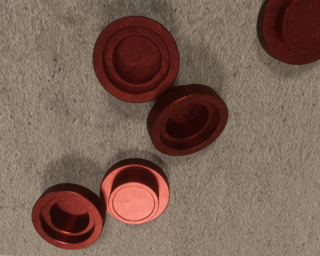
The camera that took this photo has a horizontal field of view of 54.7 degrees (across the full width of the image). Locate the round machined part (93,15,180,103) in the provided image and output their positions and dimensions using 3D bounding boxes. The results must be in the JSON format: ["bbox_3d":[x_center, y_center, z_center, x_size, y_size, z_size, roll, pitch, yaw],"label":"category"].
[{"bbox_3d":[-0.027,-0.082,0.369,0.099,0.042,0.097,0,109,1],"label":"round machined part"}]

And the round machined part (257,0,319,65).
[{"bbox_3d":[0.167,-0.121,0.358,0.099,0.042,0.097,0,110,-1],"label":"round machined part"}]

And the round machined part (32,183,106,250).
[{"bbox_3d":[-0.125,0.120,0.441,0.099,0.042,0.097,1,111,3],"label":"round machined part"}]

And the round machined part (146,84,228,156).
[{"bbox_3d":[0.030,-0.014,0.382,0.099,0.042,0.097,-13,134,-13],"label":"round machined part"}]

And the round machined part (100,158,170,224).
[{"bbox_3d":[-0.035,0.095,0.435,0.099,0.042,0.097,0,110,-1],"label":"round machined part"}]
